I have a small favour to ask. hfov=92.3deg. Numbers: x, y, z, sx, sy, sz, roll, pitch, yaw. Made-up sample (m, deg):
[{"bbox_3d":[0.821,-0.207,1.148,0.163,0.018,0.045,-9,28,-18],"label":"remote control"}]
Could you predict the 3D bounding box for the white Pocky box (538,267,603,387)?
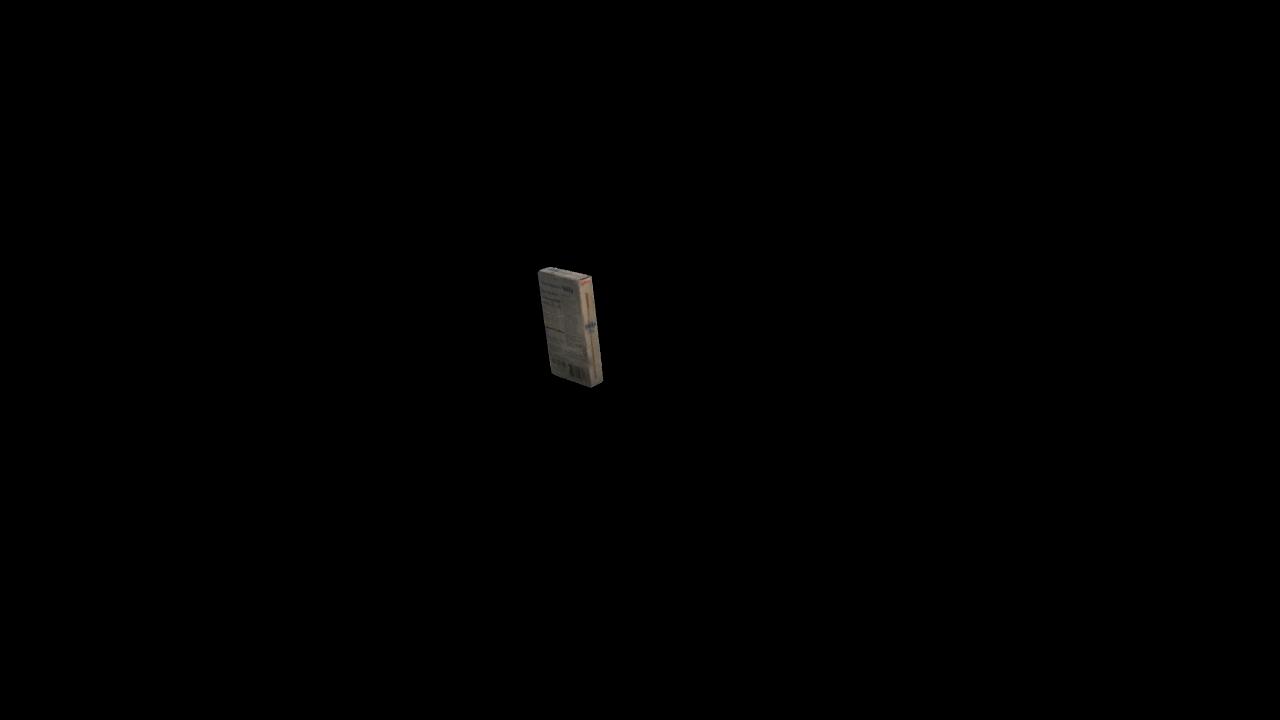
[{"bbox_3d":[-0.094,-0.044,0.828,0.084,0.154,0.028,18,32,39],"label":"white Pocky box"}]
